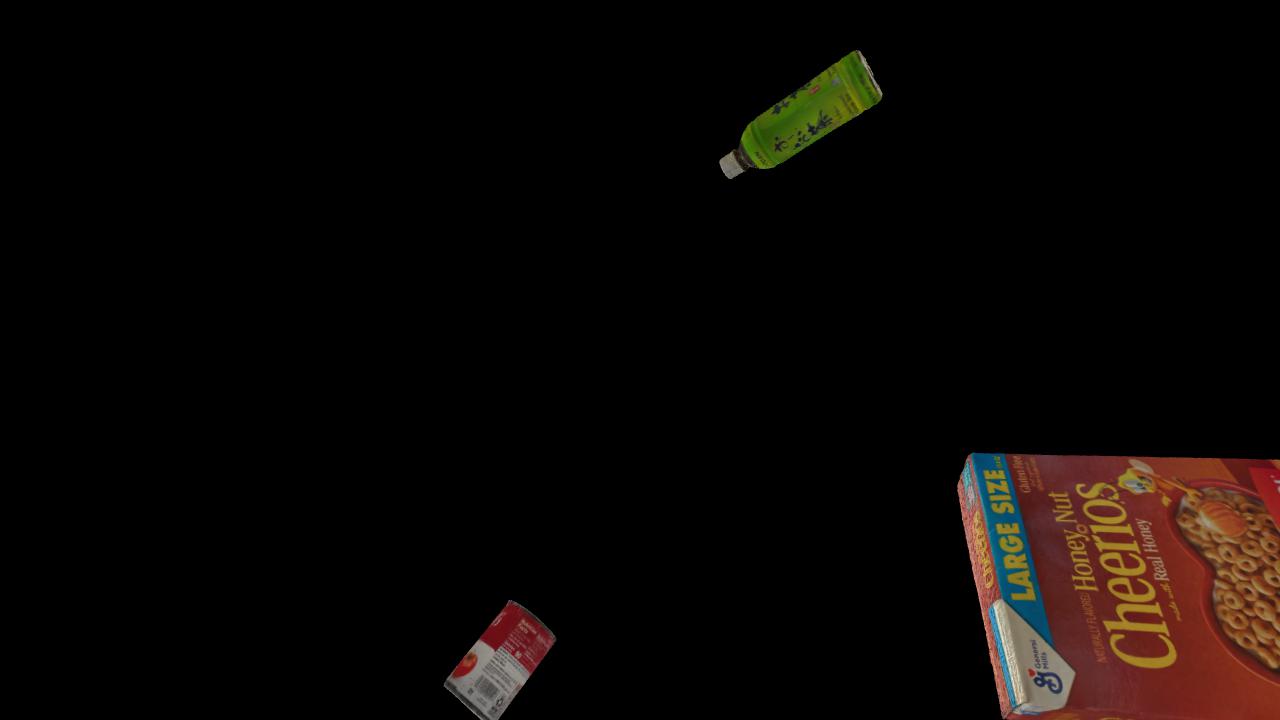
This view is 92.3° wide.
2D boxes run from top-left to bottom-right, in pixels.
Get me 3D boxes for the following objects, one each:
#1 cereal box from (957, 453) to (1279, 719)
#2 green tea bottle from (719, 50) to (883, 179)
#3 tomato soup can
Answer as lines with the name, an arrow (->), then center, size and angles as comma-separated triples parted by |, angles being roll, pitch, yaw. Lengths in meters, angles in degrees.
cereal box -> 0.431, 0.178, 0.476 | 0.306, 0.203, 0.081 | 0, -38, 13
green tea bottle -> 0.198, -0.302, 0.792 | 0.212, 0.073, 0.073 | -29, -16, 32
tomato soup can -> -0.144, 0.314, 0.638 | 0.068, 0.068, 0.101 | 0, 40, 46
